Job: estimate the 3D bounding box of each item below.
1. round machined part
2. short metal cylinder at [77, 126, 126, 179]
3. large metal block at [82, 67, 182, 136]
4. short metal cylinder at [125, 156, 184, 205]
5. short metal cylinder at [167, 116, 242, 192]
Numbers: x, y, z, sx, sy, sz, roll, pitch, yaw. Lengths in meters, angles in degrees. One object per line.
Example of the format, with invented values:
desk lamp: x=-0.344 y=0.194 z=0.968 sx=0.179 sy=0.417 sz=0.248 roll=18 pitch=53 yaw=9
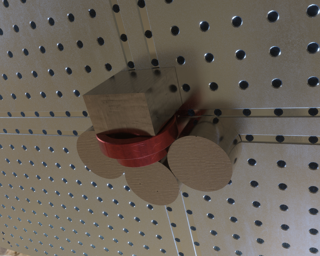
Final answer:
round machined part: x=-0.026 y=0.013 z=0.383 sx=0.098 sy=0.098 sz=0.042 roll=2 pitch=119 yaw=27
short metal cylinder: x=-0.072 y=0.027 z=0.450 sx=0.080 sy=0.050 sz=0.079 roll=13 pitch=124 yaw=21
large metal block: x=-0.029 y=-0.033 z=0.370 sx=0.080 sy=0.080 sz=0.050 roll=1 pitch=119 yaw=28
short metal cylinder: x=-0.002 y=0.061 z=0.434 sx=0.080 sy=0.050 sz=0.079 roll=13 pitch=124 yaw=21
short metal cylinder: x=0.056 y=0.032 z=0.386 sx=0.080 sy=0.050 sz=0.079 roll=13 pitch=124 yaw=21
